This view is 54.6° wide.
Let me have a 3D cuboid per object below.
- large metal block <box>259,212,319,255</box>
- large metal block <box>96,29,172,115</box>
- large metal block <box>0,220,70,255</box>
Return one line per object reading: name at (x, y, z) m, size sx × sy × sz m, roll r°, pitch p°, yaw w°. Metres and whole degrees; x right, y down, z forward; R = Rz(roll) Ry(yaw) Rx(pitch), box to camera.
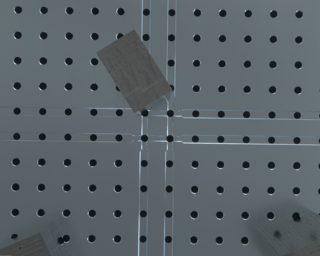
large metal block at (0.182, 0.153, 0.387) m, size 0.080 × 0.080 × 0.050 m, roll -20°, pitch 90°, yaw 0°
large metal block at (-0.029, -0.064, 0.386) m, size 0.050 × 0.080 × 0.080 m, roll -32°, pitch 90°, yaw 0°
large metal block at (-0.166, 0.178, 0.400) m, size 0.080 × 0.050 × 0.080 m, roll -23°, pitch 90°, yaw 0°
